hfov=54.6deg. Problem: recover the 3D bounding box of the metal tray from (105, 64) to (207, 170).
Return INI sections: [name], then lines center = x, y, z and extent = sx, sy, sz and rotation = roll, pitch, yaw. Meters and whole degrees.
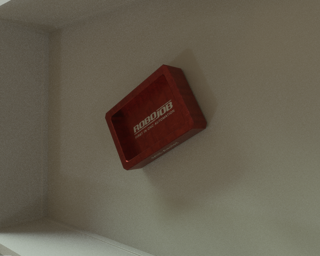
[metal tray]
center = -0.011, -0.010, 0.410
extent = 0.130, 0.030, 0.090
rotation = -35, 69, 34
